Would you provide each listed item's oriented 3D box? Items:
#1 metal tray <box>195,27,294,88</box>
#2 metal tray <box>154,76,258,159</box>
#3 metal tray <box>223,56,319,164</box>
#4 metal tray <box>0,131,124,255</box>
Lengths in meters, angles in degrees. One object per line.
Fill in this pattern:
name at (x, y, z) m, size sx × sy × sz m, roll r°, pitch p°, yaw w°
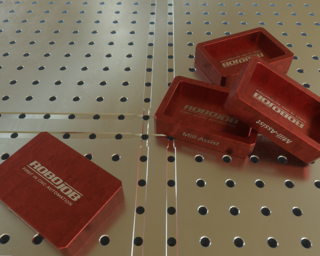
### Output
metal tray at (0.134, -0.114, 0.500) m, size 0.131 × 0.030 × 0.090 m, roll -18°, pitch 52°, yaw -15°
metal tray at (0.068, -0.018, 0.420) m, size 0.130 × 0.030 × 0.090 m, roll 16°, pitch 52°, yaw 13°
metal tray at (0.154, -0.026, 0.395) m, size 0.130 × 0.030 × 0.090 m, roll 33°, pitch 53°, yaw -2°
metal tray at (-0.117, 0.068, 0.347) m, size 0.130 × 0.030 × 0.090 m, roll 29°, pitch 56°, yaw 22°
